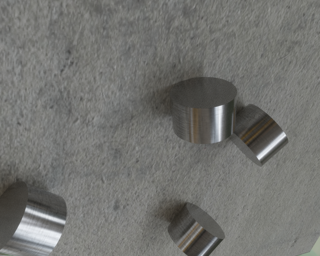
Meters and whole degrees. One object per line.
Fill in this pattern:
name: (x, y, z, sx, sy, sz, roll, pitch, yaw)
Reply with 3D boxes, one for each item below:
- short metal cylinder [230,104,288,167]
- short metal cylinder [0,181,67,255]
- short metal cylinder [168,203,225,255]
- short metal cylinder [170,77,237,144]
short metal cylinder: (0.139, 0.011, 0.456, 0.050, 0.080, 0.080, -42, 130, 0)
short metal cylinder: (-0.154, 0.107, 0.354, 0.080, 0.080, 0.050, -48, 129, 5)
short metal cylinder: (0.060, 0.171, 0.512, 0.080, 0.080, 0.050, 32, 101, -39)
short metal cylinder: (0.054, -0.024, 0.388, 0.081, 0.080, 0.050, -19, 126, -18)
